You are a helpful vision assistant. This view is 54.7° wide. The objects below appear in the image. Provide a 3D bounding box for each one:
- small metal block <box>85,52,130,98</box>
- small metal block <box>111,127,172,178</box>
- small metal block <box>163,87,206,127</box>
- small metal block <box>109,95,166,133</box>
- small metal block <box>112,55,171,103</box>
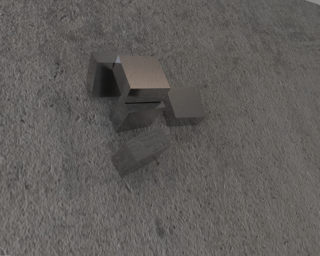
[{"bbox_3d":[-0.063,-0.067,0.391,0.050,0.050,0.025,-6,43,-31],"label":"small metal block"},{"bbox_3d":[-0.023,0.028,0.358,0.050,0.050,0.025,-24,75,-36],"label":"small metal block"},{"bbox_3d":[0.031,-0.031,0.439,0.050,0.025,0.050,-3,63,-30],"label":"small metal block"},{"bbox_3d":[-0.029,-0.020,0.384,0.050,0.050,0.025,-12,68,-33],"label":"small metal block"},{"bbox_3d":[-0.022,-0.058,0.364,0.050,0.025,0.050,-5,59,-30],"label":"small metal block"}]
